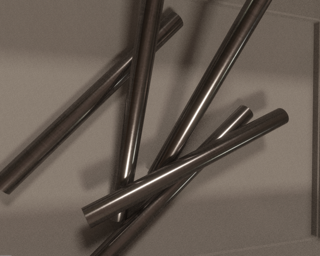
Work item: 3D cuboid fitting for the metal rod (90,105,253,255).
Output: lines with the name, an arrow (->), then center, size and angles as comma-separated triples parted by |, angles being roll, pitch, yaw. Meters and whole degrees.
metal rod -> 0.023, 0.072, 0.410 | 0.301, 0.025, 0.025 | -42, 104, -19

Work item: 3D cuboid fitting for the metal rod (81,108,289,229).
metal rod -> 0.047, 0.041, 0.395 | 0.302, 0.025, 0.025 | -24, 99, -20

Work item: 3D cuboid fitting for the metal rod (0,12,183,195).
metal rod -> -0.078, -0.041, 0.382 | 0.301, 0.025, 0.025 | -47, 105, -14

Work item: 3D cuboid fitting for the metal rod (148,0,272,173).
metal rod -> 0.065, -0.060, 0.372 | 0.025, 0.025, 0.298 | 24, 107, -19

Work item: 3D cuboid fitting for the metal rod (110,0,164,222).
metal rod -> -0.028, -0.031, 0.364 | 0.025, 0.025, 0.298 | 6, 102, -20
